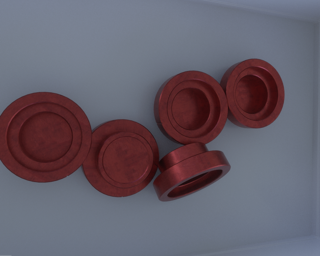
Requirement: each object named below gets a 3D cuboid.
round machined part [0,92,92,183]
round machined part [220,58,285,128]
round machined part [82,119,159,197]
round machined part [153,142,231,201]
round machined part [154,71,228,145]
[{"bbox_3d":[-0.129,0.010,0.351,0.099,0.042,0.097,0,88,-16],"label":"round machined part"},{"bbox_3d":[0.127,-0.048,0.450,0.099,0.042,0.097,0,90,-21],"label":"round machined part"},{"bbox_3d":[-0.047,0.038,0.385,0.099,0.042,0.097,0,90,-20],"label":"round machined part"},{"bbox_3d":[0.036,0.053,0.395,0.099,0.097,0.042,-16,64,-20],"label":"round machined part"},{"bbox_3d":[0.038,-0.025,0.416,0.099,0.042,0.097,0,91,-20],"label":"round machined part"}]
